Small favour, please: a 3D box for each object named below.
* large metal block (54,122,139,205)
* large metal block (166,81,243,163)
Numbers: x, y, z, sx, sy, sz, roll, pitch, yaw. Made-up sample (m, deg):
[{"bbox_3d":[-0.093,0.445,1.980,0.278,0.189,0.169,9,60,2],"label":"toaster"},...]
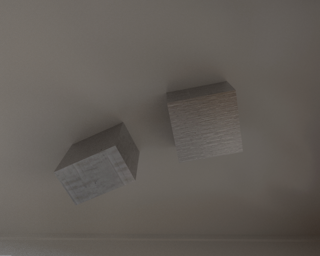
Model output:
[{"bbox_3d":[-0.076,0.043,0.397,0.080,0.080,0.050,-24,109,8],"label":"large metal block"},{"bbox_3d":[0.055,-0.009,0.395,0.080,0.050,0.079,-11,110,4],"label":"large metal block"}]
